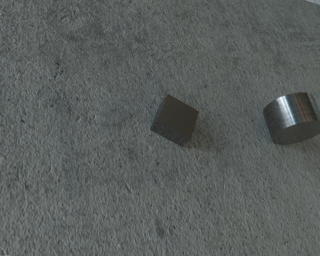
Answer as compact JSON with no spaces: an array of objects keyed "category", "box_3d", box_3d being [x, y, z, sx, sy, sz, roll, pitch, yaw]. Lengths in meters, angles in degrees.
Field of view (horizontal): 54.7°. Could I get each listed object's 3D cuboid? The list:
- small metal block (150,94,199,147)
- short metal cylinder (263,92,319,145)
[{"category":"small metal block","box_3d":[0.020,-0.010,0.421,0.050,0.025,0.050,29,52,-10]},{"category":"short metal cylinder","box_3d":[0.210,-0.013,0.490,0.081,0.080,0.050,5,60,-26]}]
